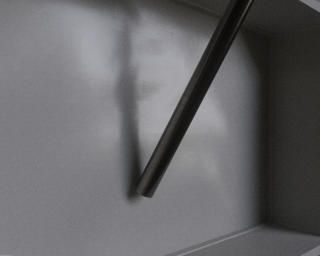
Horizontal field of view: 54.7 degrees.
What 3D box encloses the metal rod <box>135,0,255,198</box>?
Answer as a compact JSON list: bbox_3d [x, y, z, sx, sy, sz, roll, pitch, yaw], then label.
[{"bbox_3d":[0.046,-0.050,0.370,0.025,0.025,0.298,19,102,-39],"label":"metal rod"}]
